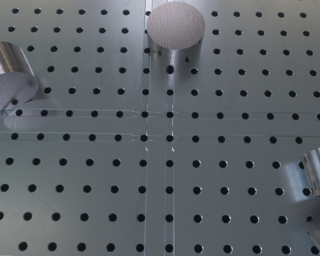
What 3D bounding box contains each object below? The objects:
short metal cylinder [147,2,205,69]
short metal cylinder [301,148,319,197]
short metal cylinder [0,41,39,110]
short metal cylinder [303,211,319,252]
[{"bbox_3d":[0.022,-0.133,0.447,0.081,0.050,0.080,0,70,0],"label":"short metal cylinder"},{"bbox_3d":[0.217,0.049,0.366,0.081,0.080,0.050,-9,71,-3],"label":"short metal cylinder"},{"bbox_3d":[-0.209,-0.066,0.405,0.080,0.080,0.050,-27,73,-10],"label":"short metal cylinder"},{"bbox_3d":[0.210,0.113,0.342,0.080,0.080,0.050,-32,73,-11],"label":"short metal cylinder"}]
